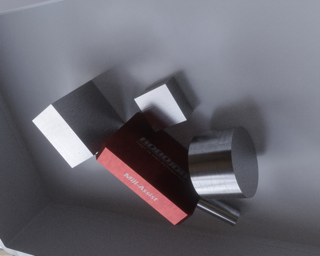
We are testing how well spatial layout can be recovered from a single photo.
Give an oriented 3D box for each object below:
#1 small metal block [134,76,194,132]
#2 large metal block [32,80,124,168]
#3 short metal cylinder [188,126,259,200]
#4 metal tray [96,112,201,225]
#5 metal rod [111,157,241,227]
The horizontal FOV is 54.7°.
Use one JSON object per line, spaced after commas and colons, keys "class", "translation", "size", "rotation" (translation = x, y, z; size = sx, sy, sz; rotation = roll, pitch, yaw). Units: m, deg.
{"class": "small metal block", "translation": [0.005, -0.029, 0.384], "size": [0.050, 0.025, 0.050], "rotation": [-22, 107, 35]}
{"class": "large metal block", "translation": [-0.107, -0.007, 0.421], "size": [0.050, 0.080, 0.080], "rotation": [-29, 102, 37]}
{"class": "short metal cylinder", "translation": [0.075, 0.041, 0.356], "size": [0.050, 0.080, 0.080], "rotation": [-12, 113, 34]}
{"class": "metal tray", "translation": [-0.004, 0.047, 0.394], "size": [0.130, 0.090, 0.030], "rotation": [40, 128, 1]}
{"class": "metal rod", "translation": [-0.027, 0.061, 0.457], "size": [0.301, 0.025, 0.025], "rotation": [25, 127, 12]}
